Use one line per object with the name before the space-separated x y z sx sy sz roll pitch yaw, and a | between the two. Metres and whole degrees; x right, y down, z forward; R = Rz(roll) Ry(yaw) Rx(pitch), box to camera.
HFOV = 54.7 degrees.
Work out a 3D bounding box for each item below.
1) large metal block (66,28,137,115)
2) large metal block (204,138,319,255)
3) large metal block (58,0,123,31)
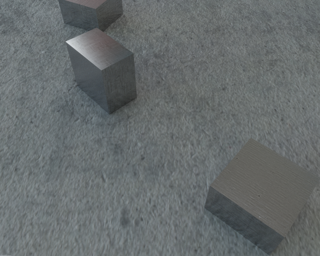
large metal block | -0.080 -0.080 0.433 0.050 0.080 0.080 -35 59 -26
large metal block | 0.106 0.070 0.330 0.080 0.050 0.080 33 57 24
large metal block | -0.126 -0.226 0.575 0.080 0.050 0.080 22 53 17
